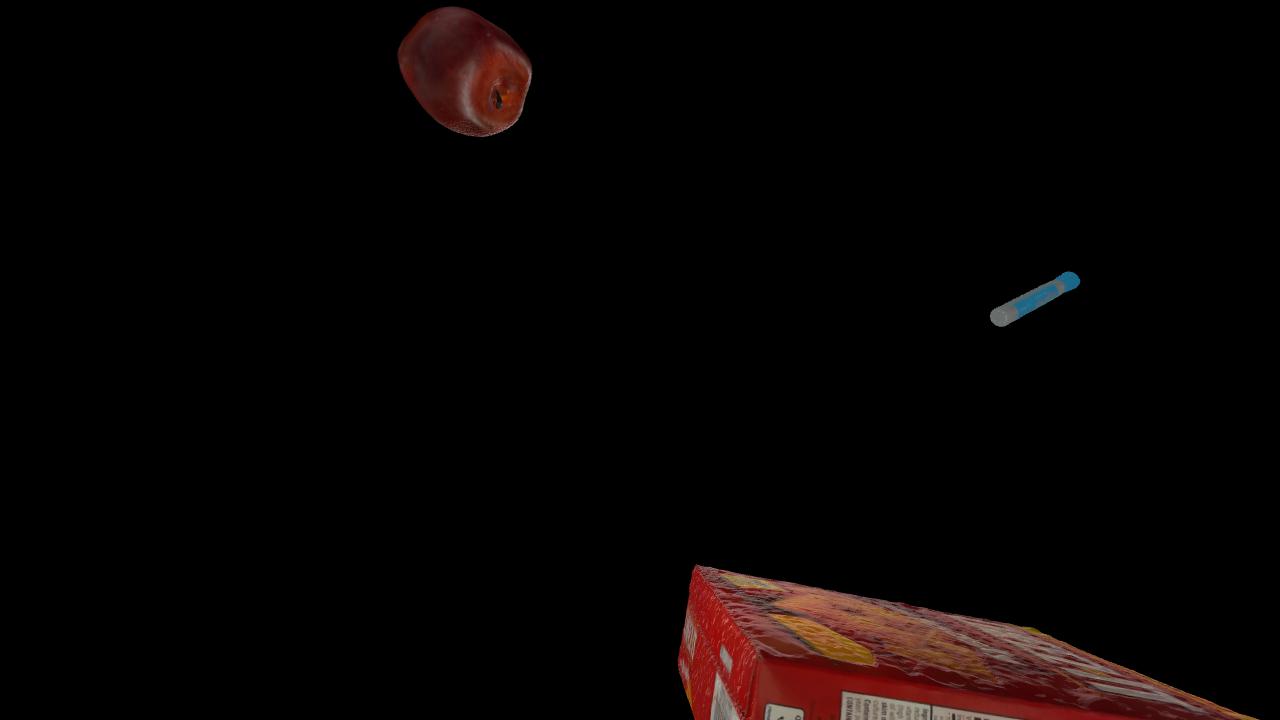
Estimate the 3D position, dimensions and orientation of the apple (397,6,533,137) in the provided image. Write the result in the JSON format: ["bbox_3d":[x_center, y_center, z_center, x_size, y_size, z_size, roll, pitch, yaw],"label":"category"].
[{"bbox_3d":[-0.118,-0.191,0.410,0.093,0.079,0.079,40,19,25],"label":"apple"}]

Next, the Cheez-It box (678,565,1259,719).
[{"bbox_3d":[0.139,0.167,0.301,0.223,0.071,0.166,11,-8,-2],"label":"Cheez-It box"}]

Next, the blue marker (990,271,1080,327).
[{"bbox_3d":[0.388,-0.061,0.600,0.121,0.020,0.020,-23,9,-23],"label":"blue marker"}]
